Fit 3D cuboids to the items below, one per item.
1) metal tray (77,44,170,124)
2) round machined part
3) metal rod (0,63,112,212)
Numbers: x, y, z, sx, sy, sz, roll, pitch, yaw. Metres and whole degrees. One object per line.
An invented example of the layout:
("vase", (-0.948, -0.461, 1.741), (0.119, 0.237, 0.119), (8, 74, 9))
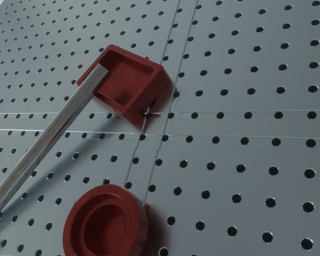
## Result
("metal tray", (-0.060, -0.072, 0.478), (0.130, 0.030, 0.090), (32, 79, 37))
("round machined part", (-0.058, 0.118, 0.354), (0.098, 0.042, 0.098), (-13, 56, 20))
("metal rod", (-0.175, 0.029, 0.457), (0.300, 0.025, 0.025), (-51, 52, 0))
